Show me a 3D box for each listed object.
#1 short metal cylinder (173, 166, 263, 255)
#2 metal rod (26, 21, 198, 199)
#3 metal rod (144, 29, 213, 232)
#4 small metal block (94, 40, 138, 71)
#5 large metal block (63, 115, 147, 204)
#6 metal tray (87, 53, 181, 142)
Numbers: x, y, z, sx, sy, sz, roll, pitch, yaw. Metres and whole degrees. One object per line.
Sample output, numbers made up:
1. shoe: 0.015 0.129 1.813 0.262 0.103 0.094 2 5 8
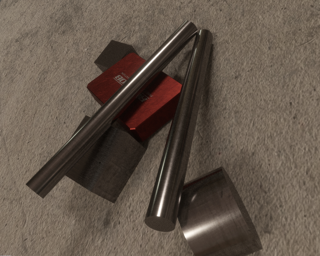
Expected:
1. short metal cylinder: 0.053 0.083 0.289 0.050 0.080 0.080 -27 53 11
2. metal rod: -0.047 -0.037 0.394 0.025 0.025 0.301 24 64 36
3. metal rod: 0.032 -0.028 0.349 0.025 0.025 0.300 -7 42 24
4. small metal block: -0.072 -0.113 0.509 0.050 0.025 0.050 26 76 36
5. large metal block: -0.079 0.039 0.403 0.080 0.050 0.080 21 73 35
6. metal tray: -0.034 -0.049 0.437 0.090 0.030 0.130 -39 51 -12
